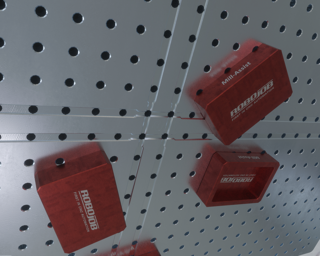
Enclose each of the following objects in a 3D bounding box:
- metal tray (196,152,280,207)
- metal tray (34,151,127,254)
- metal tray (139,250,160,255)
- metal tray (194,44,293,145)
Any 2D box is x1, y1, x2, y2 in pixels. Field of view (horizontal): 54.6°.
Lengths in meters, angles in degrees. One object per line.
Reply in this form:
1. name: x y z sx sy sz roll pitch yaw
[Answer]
1. metal tray: 0.136 0.088 0.535 0.131 0.030 0.089 4 116 -31
2. metal tray: -0.101 0.102 0.415 0.091 0.030 0.129 -19 126 -18
3. metal tray: -0.059 0.273 0.544 0.131 0.030 0.089 -8 122 -25
4. metal tray: 0.123 -0.046 0.446 0.130 0.030 0.090 -38 129 -3
